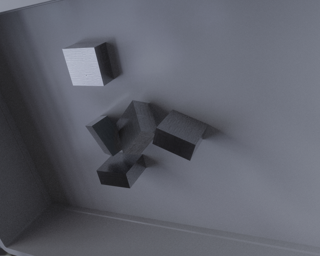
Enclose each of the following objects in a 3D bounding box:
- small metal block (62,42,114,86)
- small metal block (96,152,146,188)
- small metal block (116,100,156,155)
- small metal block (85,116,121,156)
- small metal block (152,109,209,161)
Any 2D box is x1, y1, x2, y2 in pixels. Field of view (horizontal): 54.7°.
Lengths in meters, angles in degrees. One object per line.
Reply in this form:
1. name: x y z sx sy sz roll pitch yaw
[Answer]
1. small metal block: -0.093 -0.083 0.404 0.050 0.025 0.050 4 121 25
2. small metal block: -0.056 0.061 0.458 0.050 0.050 0.025 2 119 27
3. small metal block: -0.031 0.000 0.406 0.050 0.025 0.050 -50 45 39
4. small metal block: -0.077 0.011 0.439 0.050 0.025 0.050 58 161 -13
5. small metal block: 0.026 0.007 0.382 0.050 0.050 0.025 24 127 13
